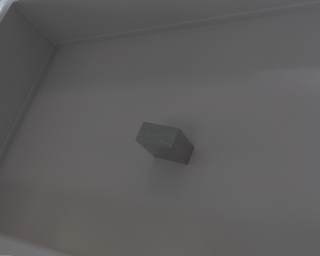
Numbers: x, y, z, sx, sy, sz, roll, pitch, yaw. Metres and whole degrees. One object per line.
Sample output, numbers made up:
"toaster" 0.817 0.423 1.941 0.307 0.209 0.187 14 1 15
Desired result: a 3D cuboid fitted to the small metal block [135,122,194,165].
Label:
"small metal block" 0.007 0.019 0.375 0.050 0.050 0.025 11 67 33
